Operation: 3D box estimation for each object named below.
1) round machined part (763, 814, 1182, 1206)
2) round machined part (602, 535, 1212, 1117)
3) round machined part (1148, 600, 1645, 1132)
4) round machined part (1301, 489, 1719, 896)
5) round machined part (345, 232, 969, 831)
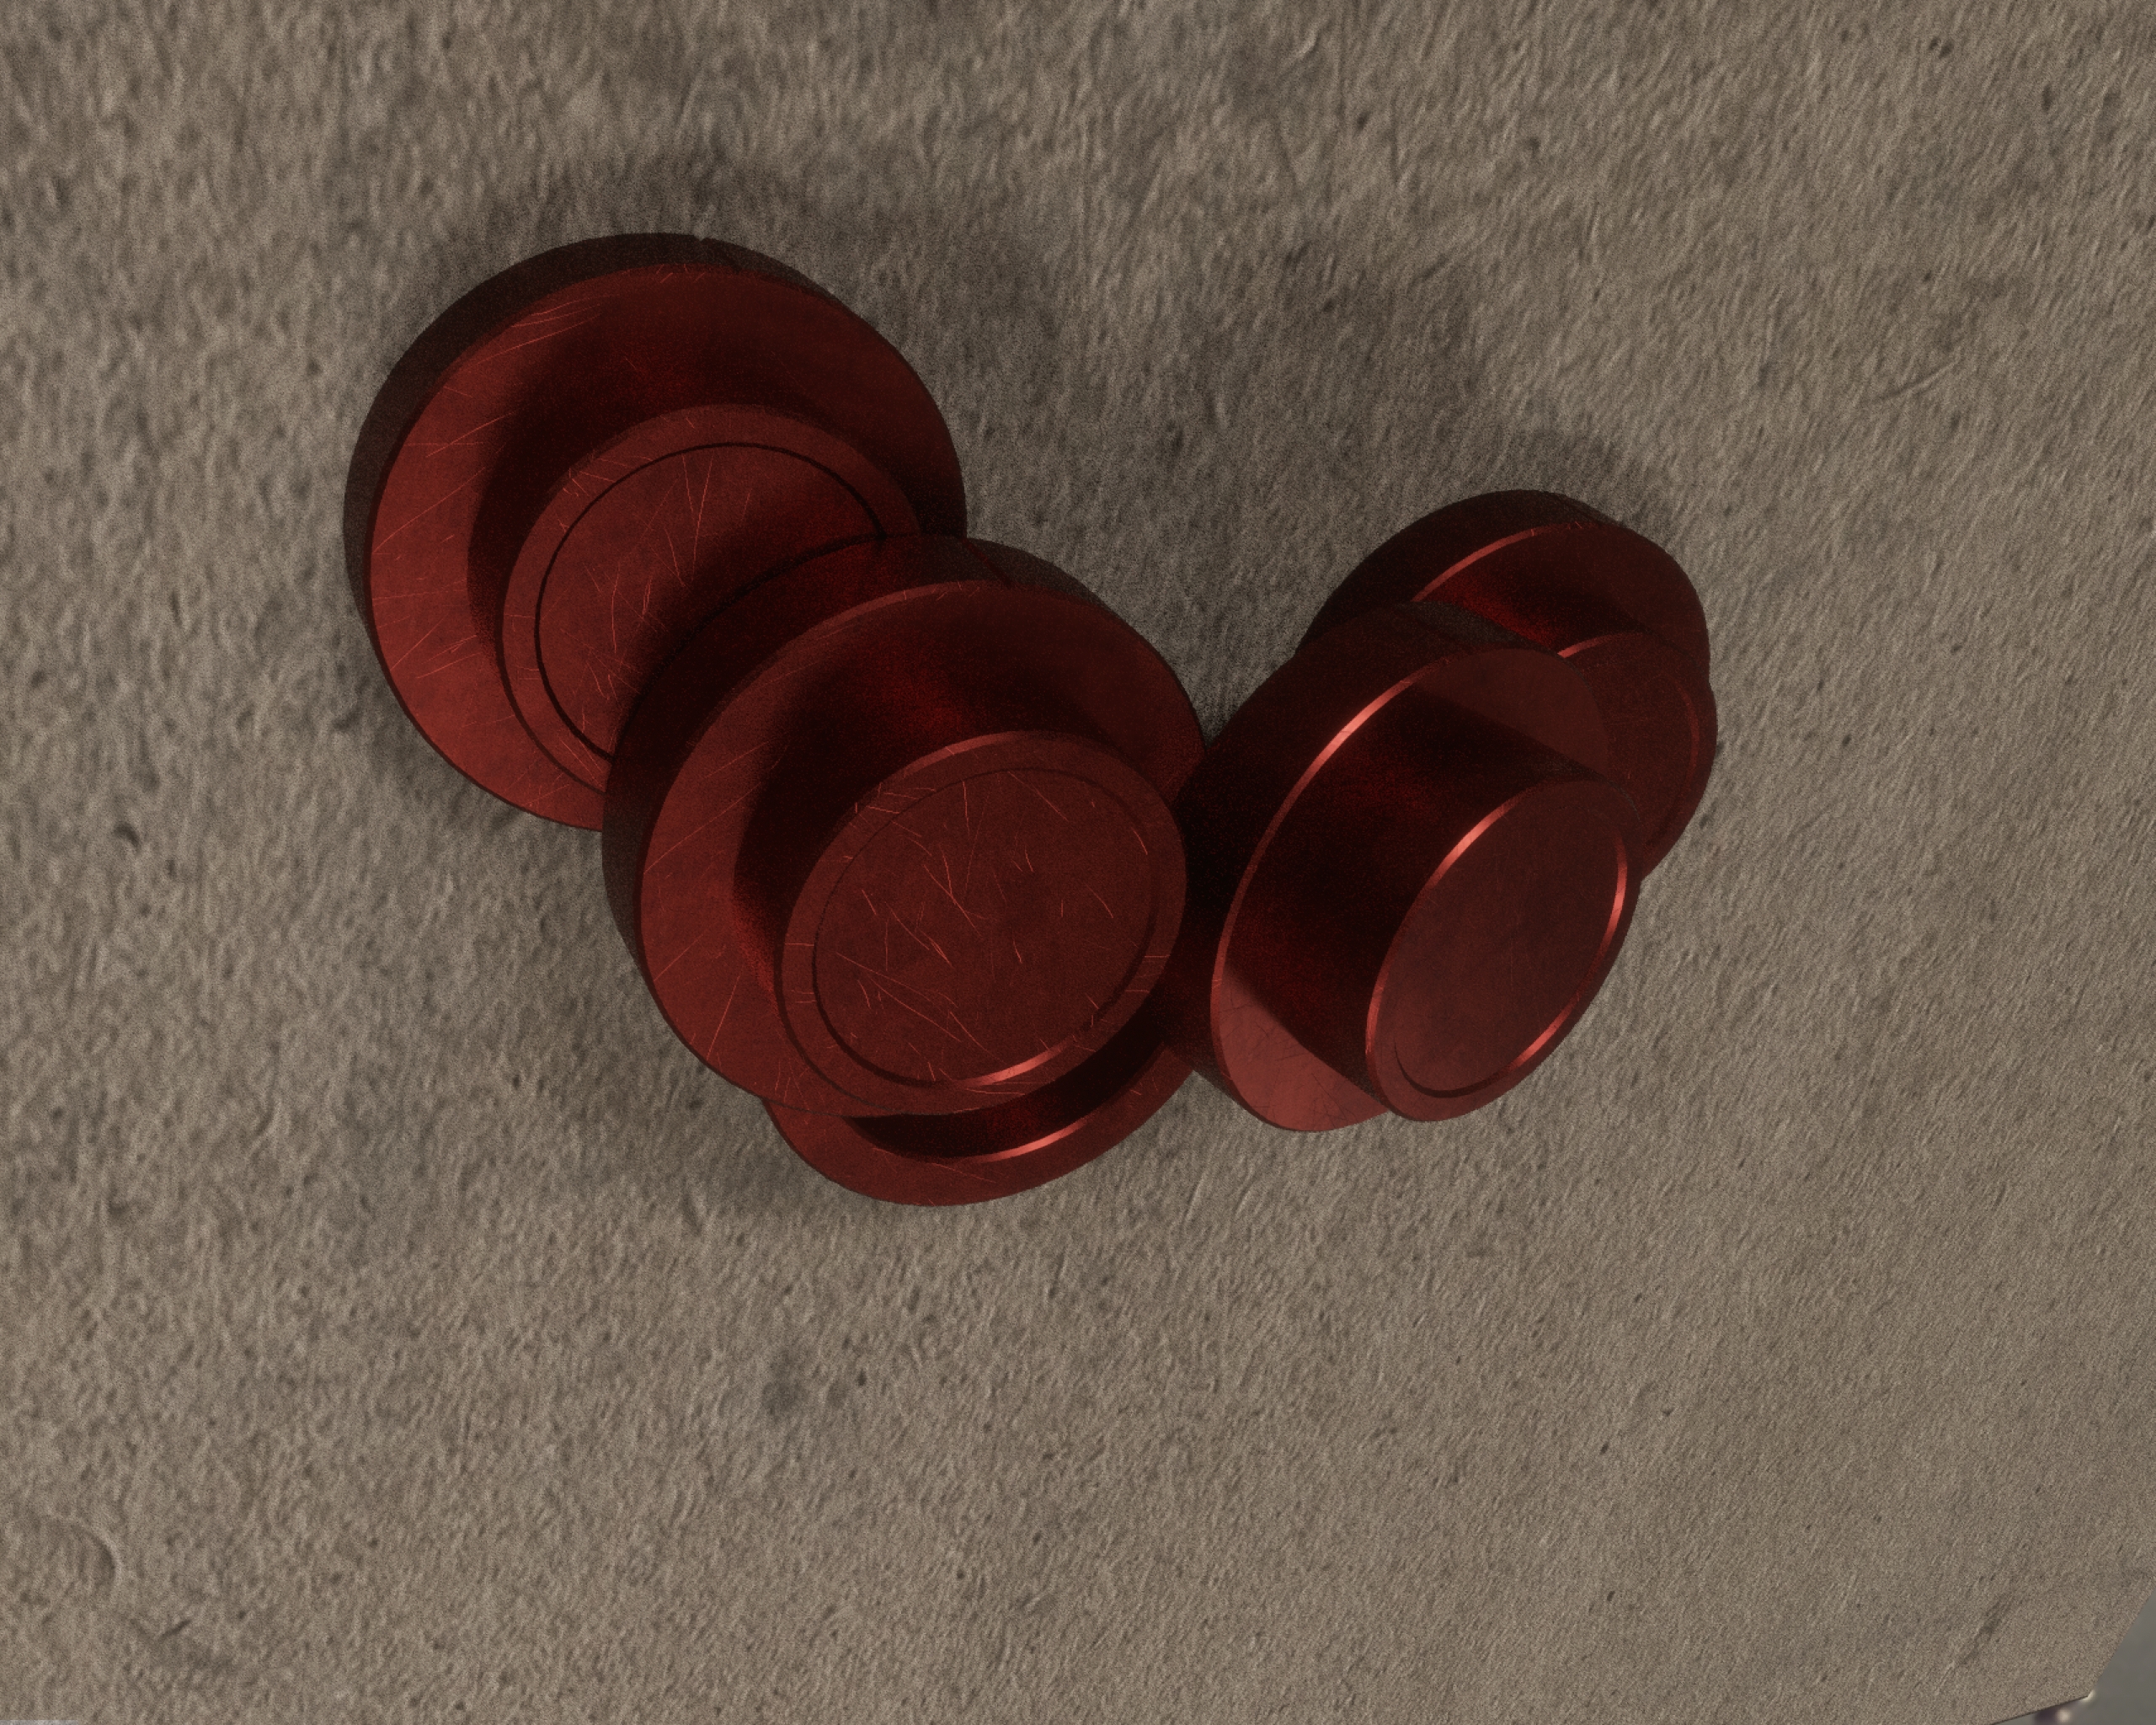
[{"bbox_3d":[-0.020,0.014,0.396,0.099,0.042,0.097,-14,125,-21],"label":"round machined part"},{"bbox_3d":[-0.022,0.001,0.332,0.099,0.042,0.097,-14,125,-21],"label":"round machined part"},{"bbox_3d":[0.062,0.007,0.369,0.099,0.042,0.097,-24,131,-31],"label":"round machined part"},{"bbox_3d":[0.093,-0.024,0.434,0.099,0.042,0.097,-14,125,-21],"label":"round machined part"},{"bbox_3d":[-0.063,-0.047,0.334,0.099,0.042,0.097,-14,125,-21],"label":"round machined part"}]
